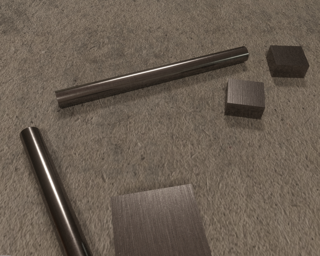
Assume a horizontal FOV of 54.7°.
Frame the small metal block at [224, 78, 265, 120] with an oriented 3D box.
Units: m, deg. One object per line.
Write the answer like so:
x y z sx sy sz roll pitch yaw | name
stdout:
0.120 -0.042 0.440 0.050 0.025 0.050 8 50 6 | small metal block

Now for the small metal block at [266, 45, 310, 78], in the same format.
0.203 -0.106 0.495 0.050 0.025 0.050 2 50 1 | small metal block

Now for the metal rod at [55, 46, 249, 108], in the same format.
-0.003 -0.081 0.470 0.302 0.025 0.025 -16 52 -14 | metal rod

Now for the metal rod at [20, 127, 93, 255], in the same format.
-0.091 0.107 0.311 0.025 0.025 0.300 -24 54 -19 | metal rod

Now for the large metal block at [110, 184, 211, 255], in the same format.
-0.001 0.107 0.297 0.081 0.050 0.080 -8 51 -7 | large metal block
